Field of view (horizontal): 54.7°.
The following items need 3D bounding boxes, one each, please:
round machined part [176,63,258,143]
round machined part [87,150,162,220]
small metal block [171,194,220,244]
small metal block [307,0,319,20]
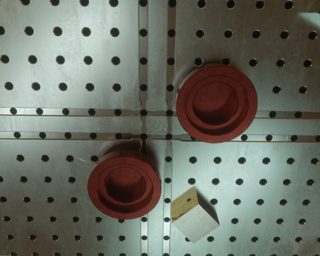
[{"bbox_3d":[0.069,-0.033,0.393,0.099,0.042,0.097,0,110,0],"label":"round machined part"},{"bbox_3d":[-0.047,0.075,0.431,0.099,0.042,0.097,0,110,0],"label":"round machined part"},{"bbox_3d":[0.053,0.137,0.464,0.050,0.025,0.050,-39,106,13],"label":"small metal block"},{"bbox_3d":[0.213,-0.145,0.361,0.050,0.025,0.050,27,108,-10],"label":"small metal block"}]
